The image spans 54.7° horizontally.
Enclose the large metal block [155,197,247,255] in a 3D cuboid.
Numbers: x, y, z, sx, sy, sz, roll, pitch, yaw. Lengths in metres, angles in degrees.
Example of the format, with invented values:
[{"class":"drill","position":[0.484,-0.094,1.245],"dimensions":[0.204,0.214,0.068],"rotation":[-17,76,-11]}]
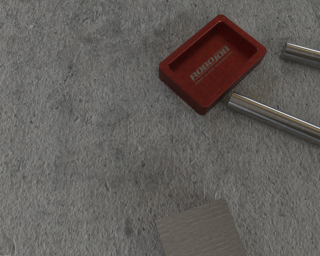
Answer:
[{"class":"large metal block","position":[0.045,0.132,0.347],"dimensions":[0.081,0.050,0.080],"rotation":[-17,71,-7]}]

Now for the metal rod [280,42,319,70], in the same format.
[{"class":"metal rod","position":[0.324,-0.069,0.437],"dimensions":[0.301,0.025,0.025],"rotation":[17,71,5]}]

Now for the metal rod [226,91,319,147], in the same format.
[{"class":"metal rod","position":[0.232,0.021,0.403],"dimensions":[0.301,0.025,0.025],"rotation":[24,72,8]}]

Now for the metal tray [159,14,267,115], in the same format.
[{"class":"metal tray","position":[0.074,-0.092,0.439],"dimensions":[0.130,0.030,0.090],"rotation":[-42,76,-14]}]
